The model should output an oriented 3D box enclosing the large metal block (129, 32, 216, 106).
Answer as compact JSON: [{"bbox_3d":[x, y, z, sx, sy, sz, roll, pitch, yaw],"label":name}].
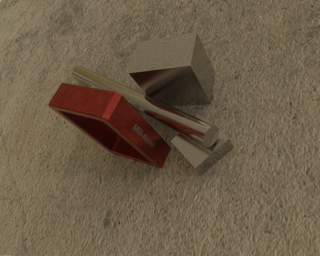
[{"bbox_3d":[0.019,-0.071,0.401,0.080,0.080,0.050,-2,61,27],"label":"large metal block"}]

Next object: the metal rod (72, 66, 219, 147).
[{"bbox_3d":[-0.043,-0.043,0.435,0.300,0.025,0.025,28,77,42],"label":"metal rod"}]

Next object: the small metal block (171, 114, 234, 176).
[{"bbox_3d":[0.050,0.019,0.367,0.050,0.025,0.050,-41,51,0],"label":"small metal block"}]

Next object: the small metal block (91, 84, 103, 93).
[{"bbox_3d":[-0.082,-0.027,0.447,0.025,0.050,0.050,-39,51,2],"label":"small metal block"}]

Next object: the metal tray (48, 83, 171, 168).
[{"bbox_3d":[-0.054,0.000,0.365,0.090,0.130,0.030,13,69,33],"label":"metal tray"}]
